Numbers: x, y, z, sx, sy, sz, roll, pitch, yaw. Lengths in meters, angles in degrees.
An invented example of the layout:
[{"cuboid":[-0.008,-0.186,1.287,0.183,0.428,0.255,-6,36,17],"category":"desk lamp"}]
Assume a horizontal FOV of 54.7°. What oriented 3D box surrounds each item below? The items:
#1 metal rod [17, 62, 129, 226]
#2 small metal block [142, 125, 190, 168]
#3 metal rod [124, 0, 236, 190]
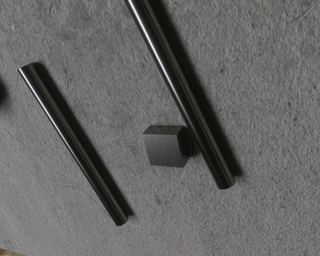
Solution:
[{"cuboid":[-0.132,0.036,0.498,0.025,0.025,0.299,-16,111,34],"category":"metal rod"},{"cuboid":[0.009,0.024,0.417,0.050,0.025,0.050,1,119,27],"category":"small metal block"},{"cuboid":[0.020,-0.054,0.363,0.025,0.025,0.299,-16,110,34],"category":"metal rod"}]
